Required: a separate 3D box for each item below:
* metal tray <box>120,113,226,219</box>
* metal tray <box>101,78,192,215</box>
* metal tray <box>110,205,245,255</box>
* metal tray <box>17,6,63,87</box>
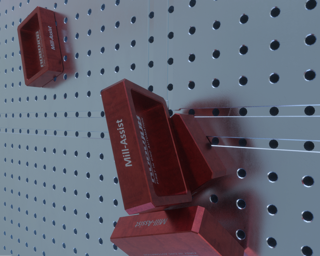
[{"bbox_3d":[0.009,0.053,0.400,0.129,0.030,0.090,-42,65,32],"label":"metal tray"},{"bbox_3d":[-0.012,0.021,0.331,0.030,0.090,0.130,-23,71,24],"label":"metal tray"},{"bbox_3d":[0.017,0.135,0.357,0.130,0.030,0.090,-21,122,38],"label":"metal tray"},{"bbox_3d":[-0.234,-0.155,0.601,0.090,0.030,0.129,-20,77,38],"label":"metal tray"}]
